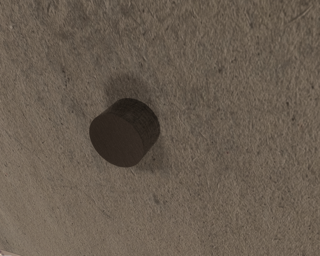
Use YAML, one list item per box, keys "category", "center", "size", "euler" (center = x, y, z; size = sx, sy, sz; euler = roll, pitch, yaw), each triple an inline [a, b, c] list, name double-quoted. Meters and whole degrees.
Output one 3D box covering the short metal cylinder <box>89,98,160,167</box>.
- category: "short metal cylinder"
  center: [-0.047, 0.006, 0.418]
  size: [0.080, 0.050, 0.079]
  euler: [13, 124, 20]
